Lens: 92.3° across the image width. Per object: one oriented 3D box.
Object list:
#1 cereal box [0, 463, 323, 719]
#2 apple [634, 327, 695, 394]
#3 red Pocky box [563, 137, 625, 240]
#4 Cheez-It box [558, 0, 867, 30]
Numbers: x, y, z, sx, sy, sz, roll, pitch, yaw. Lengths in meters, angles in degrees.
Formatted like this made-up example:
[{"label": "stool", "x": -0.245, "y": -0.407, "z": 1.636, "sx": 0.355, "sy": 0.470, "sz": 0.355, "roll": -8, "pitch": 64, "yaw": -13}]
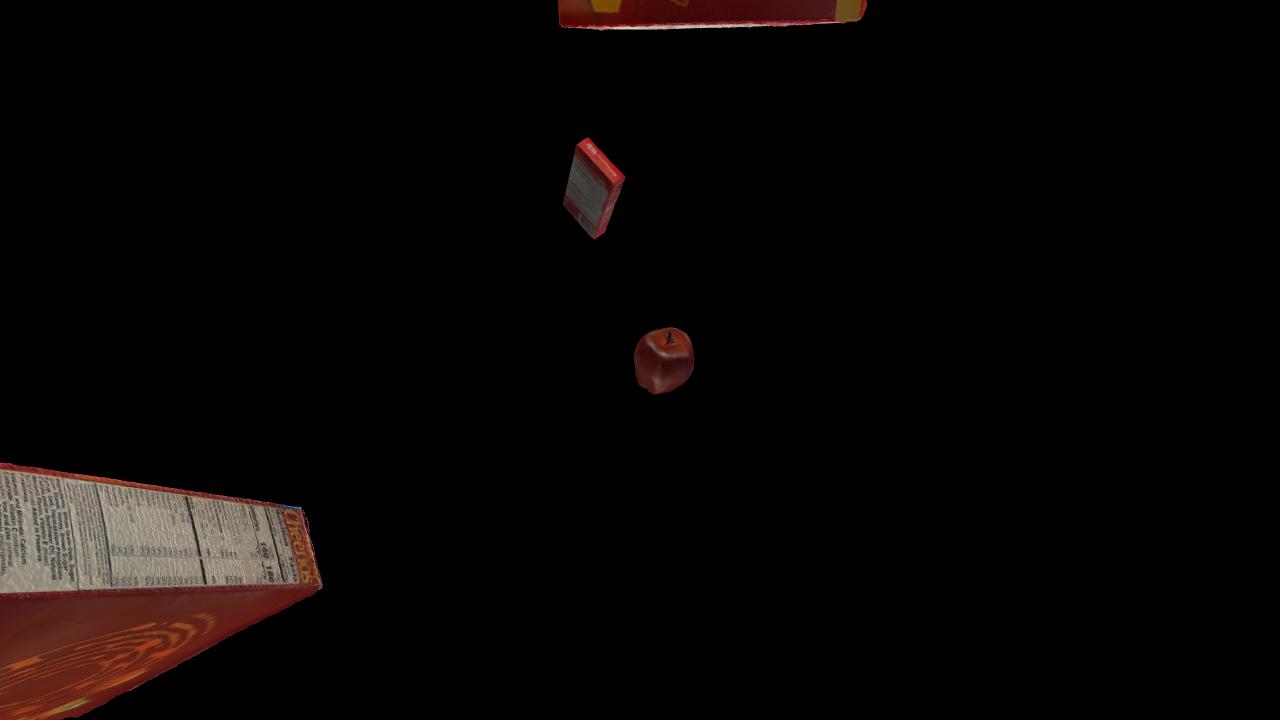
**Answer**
[{"label": "cereal box", "x": -0.358, "y": 0.141, "z": 0.331, "sx": 0.203, "sy": 0.081, "sz": 0.306, "roll": -27, "pitch": -19, "yaw": -2}, {"label": "apple", "x": 0.031, "y": 0.000, "z": 0.786, "sx": 0.079, "sy": 0.079, "sz": 0.093, "roll": 0, "pitch": -44, "yaw": -14}, {"label": "red Pocky box", "x": -0.073, "y": -0.255, "z": 0.931, "sx": 0.028, "sy": 0.083, "sz": 0.155, "roll": -38, "pitch": -6, "yaw": -24}, {"label": "Cheez-It box", "x": 0.050, "y": -0.322, "z": 0.424, "sx": 0.223, "sy": 0.166, "sz": 0.071, "roll": 6, "pitch": 30, "yaw": 13}]
